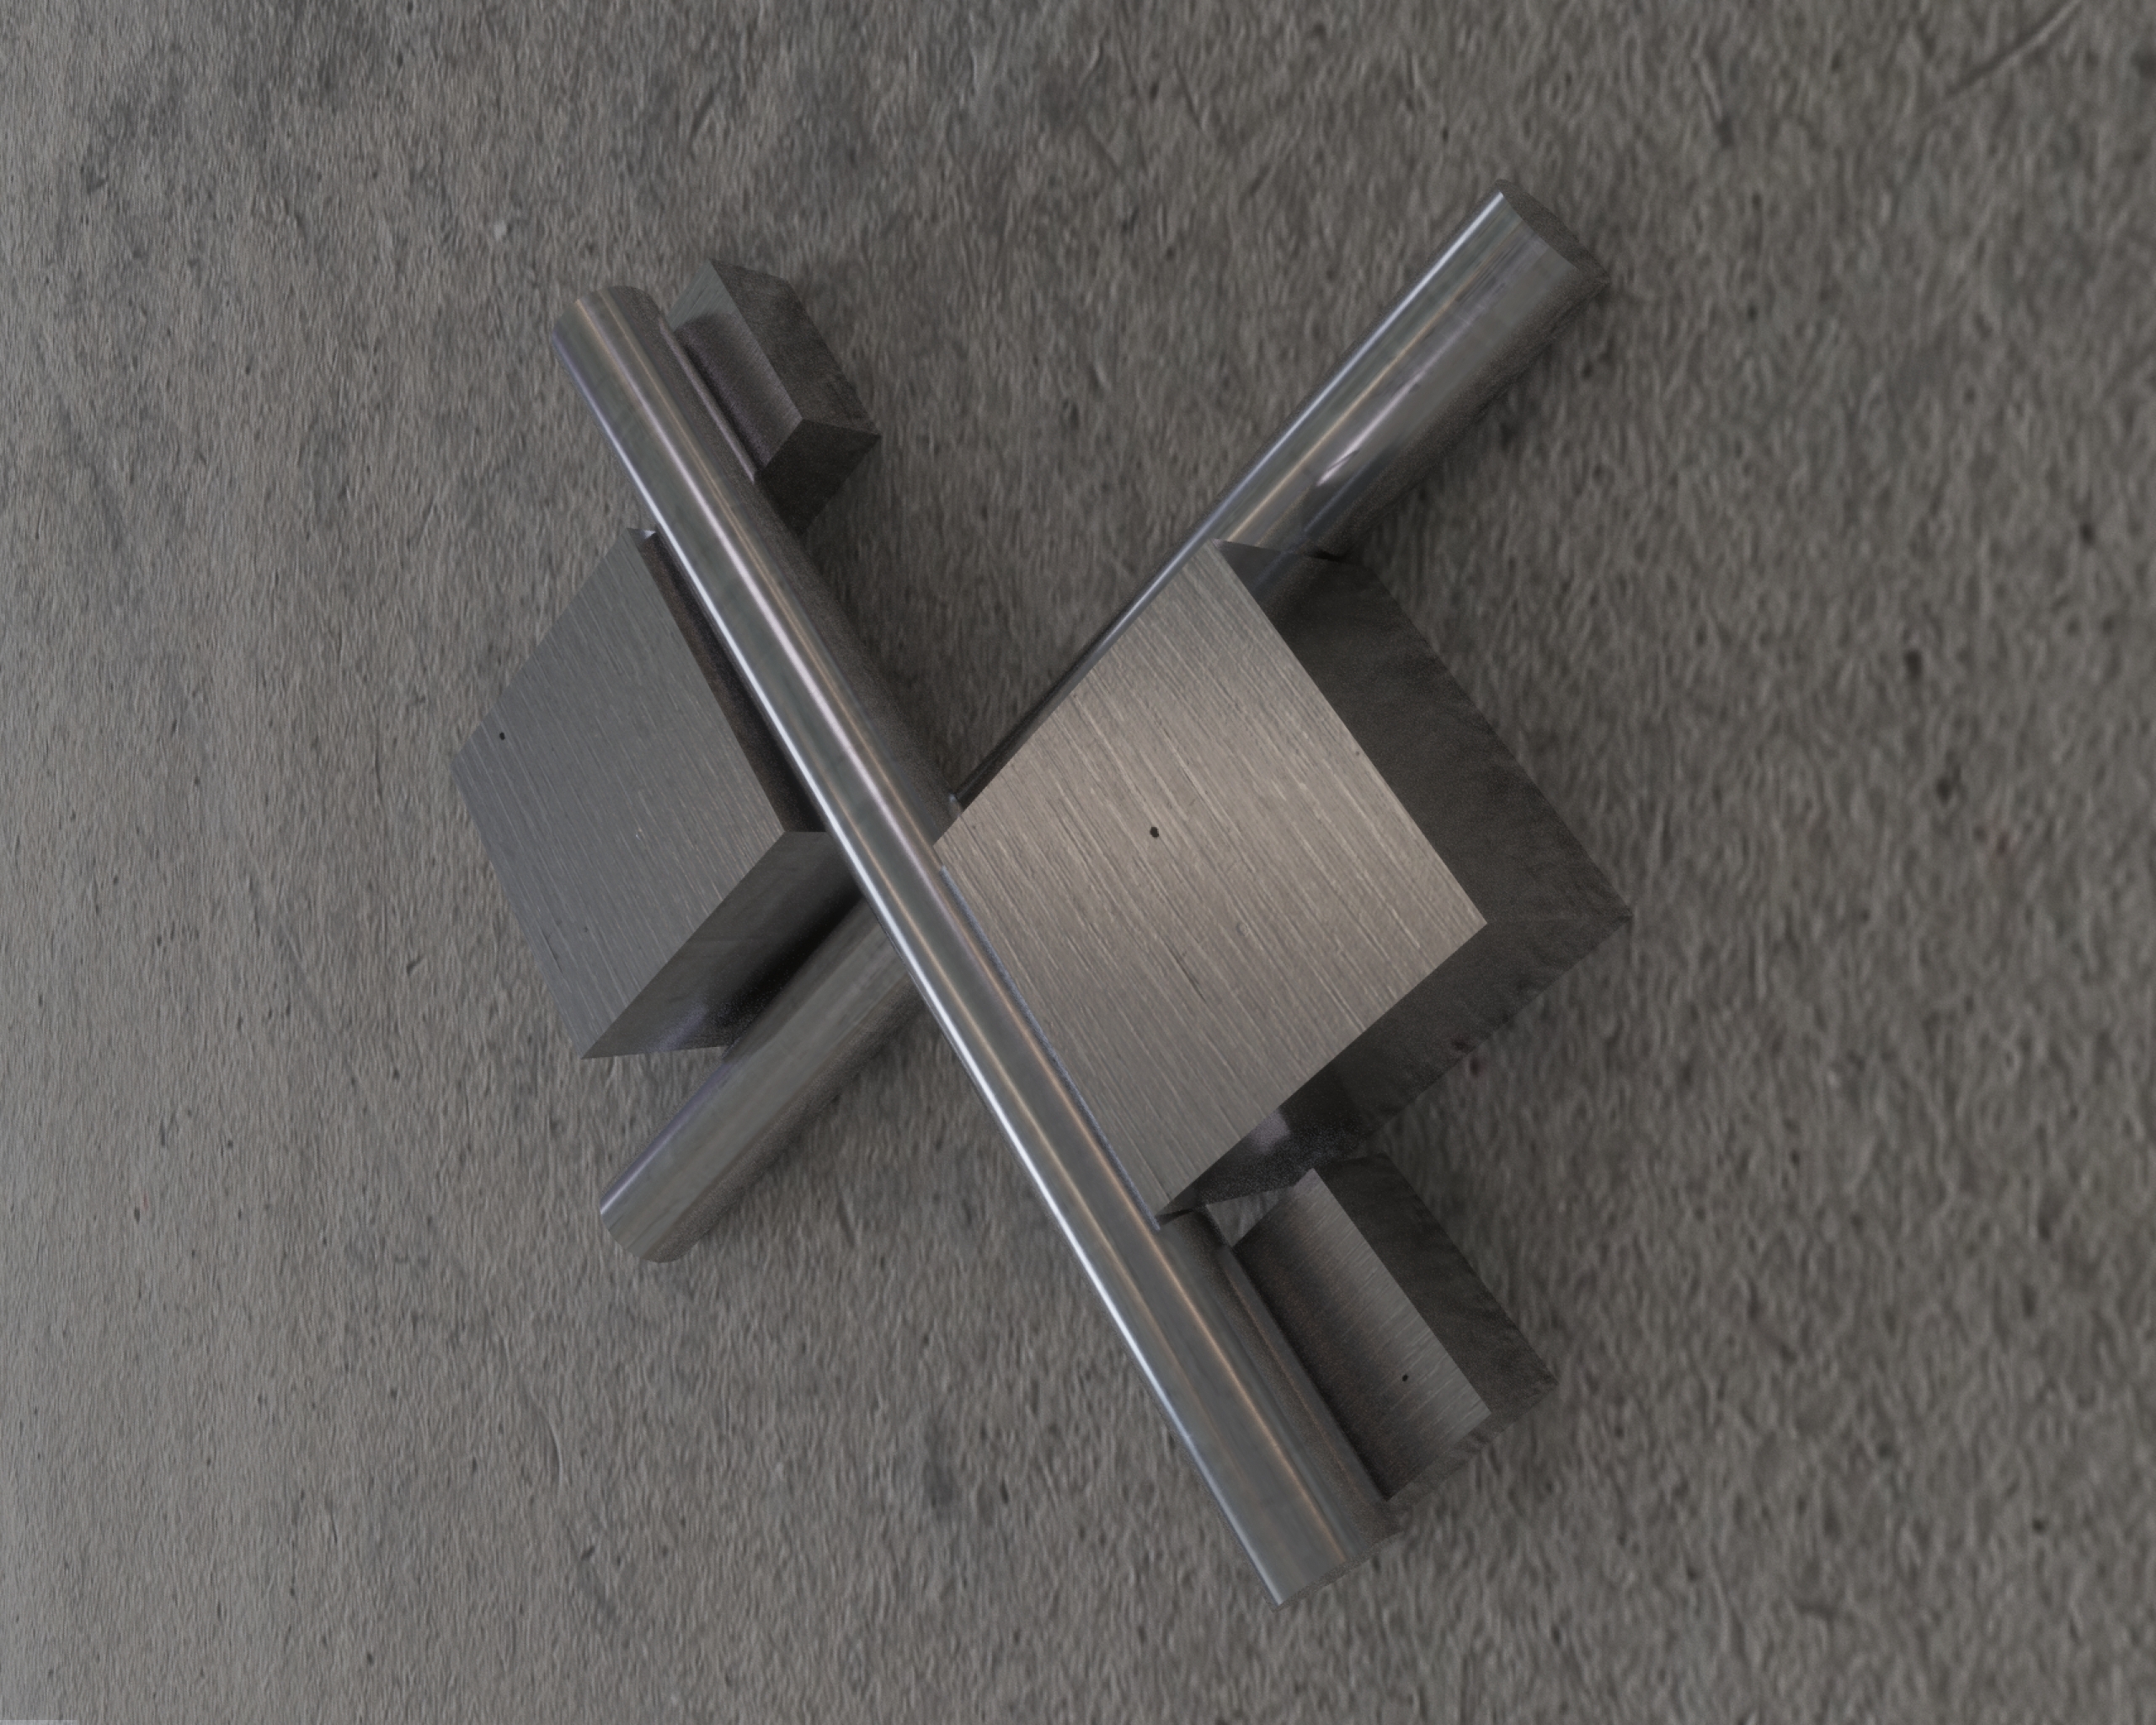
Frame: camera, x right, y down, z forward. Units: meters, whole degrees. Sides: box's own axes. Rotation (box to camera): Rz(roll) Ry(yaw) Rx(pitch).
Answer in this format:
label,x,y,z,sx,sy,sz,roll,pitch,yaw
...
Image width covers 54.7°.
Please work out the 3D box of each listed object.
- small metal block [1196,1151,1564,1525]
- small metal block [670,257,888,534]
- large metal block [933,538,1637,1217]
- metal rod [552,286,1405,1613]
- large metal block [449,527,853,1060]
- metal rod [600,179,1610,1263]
label,x,y,z,sx,sy,sz,roll,pitch,yaw
small metal block,0.048,0.087,0.368,0.050,0.025,0.050,-50,61,28
small metal block,-0.077,-0.098,0.471,0.050,0.025,0.050,-45,63,31
large metal block,0.033,0.003,0.363,0.080,0.050,0.080,-47,62,30
metal rod,-0.031,-0.001,0.398,0.025,0.025,0.299,-47,62,30
large metal block,-0.083,-0.014,0.457,0.080,0.050,0.080,-44,64,31
metal rod,-0.011,-0.010,0.417,0.299,0.025,0.025,-46,63,30
